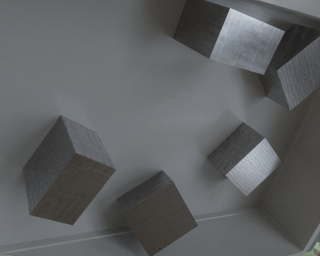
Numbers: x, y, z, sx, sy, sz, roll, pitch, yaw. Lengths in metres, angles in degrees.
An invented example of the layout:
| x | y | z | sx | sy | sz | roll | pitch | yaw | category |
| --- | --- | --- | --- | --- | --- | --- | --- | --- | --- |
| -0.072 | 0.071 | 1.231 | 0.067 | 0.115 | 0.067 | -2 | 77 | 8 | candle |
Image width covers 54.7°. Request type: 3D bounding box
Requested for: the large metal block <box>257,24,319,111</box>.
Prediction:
| x | y | z | sx | sy | sz | roll | pitch | yaw | category |
| --- | --- | --- | --- | --- | --- | --- | --- | --- | --- |
| 0.190 | -0.086 | 0.442 | 0.080 | 0.050 | 0.080 | -39 | 129 | -2 | large metal block |

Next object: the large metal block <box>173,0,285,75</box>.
| x | y | z | sx | sy | sz | roll | pitch | yaw | category |
| --- | --- | --- | --- | --- | --- | --- | --- | --- | --- |
| 0.074 | -0.105 | 0.349 | 0.081 | 0.080 | 0.050 | 7 | 115 | -32 | large metal block |

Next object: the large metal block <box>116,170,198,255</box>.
| x | y | z | sx | sy | sz | roll | pitch | yaw | category |
| --- | --- | --- | --- | --- | --- | --- | --- | --- | --- |
| -0.005 | 0.122 | 0.448 | 0.080 | 0.050 | 0.080 | -31 | 107 | -9 | large metal block |

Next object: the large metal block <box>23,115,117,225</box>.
| x | y | z | sx | sy | sz | roll | pitch | yaw | category |
| --- | --- | --- | --- | --- | --- | --- | --- | --- | --- |
| -0.104 | 0.045 | 0.344 | 0.050 | 0.080 | 0.080 | 31 | 101 | -38 | large metal block |

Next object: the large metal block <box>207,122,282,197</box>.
| x | y | z | sx | sy | sz | roll | pitch | yaw | category |
| --- | --- | --- | --- | --- | --- | --- | --- | --- | --- |
| 0.137 | 0.051 | 0.499 | 0.080 | 0.050 | 0.080 | -44 | 129 | 2 | large metal block |
